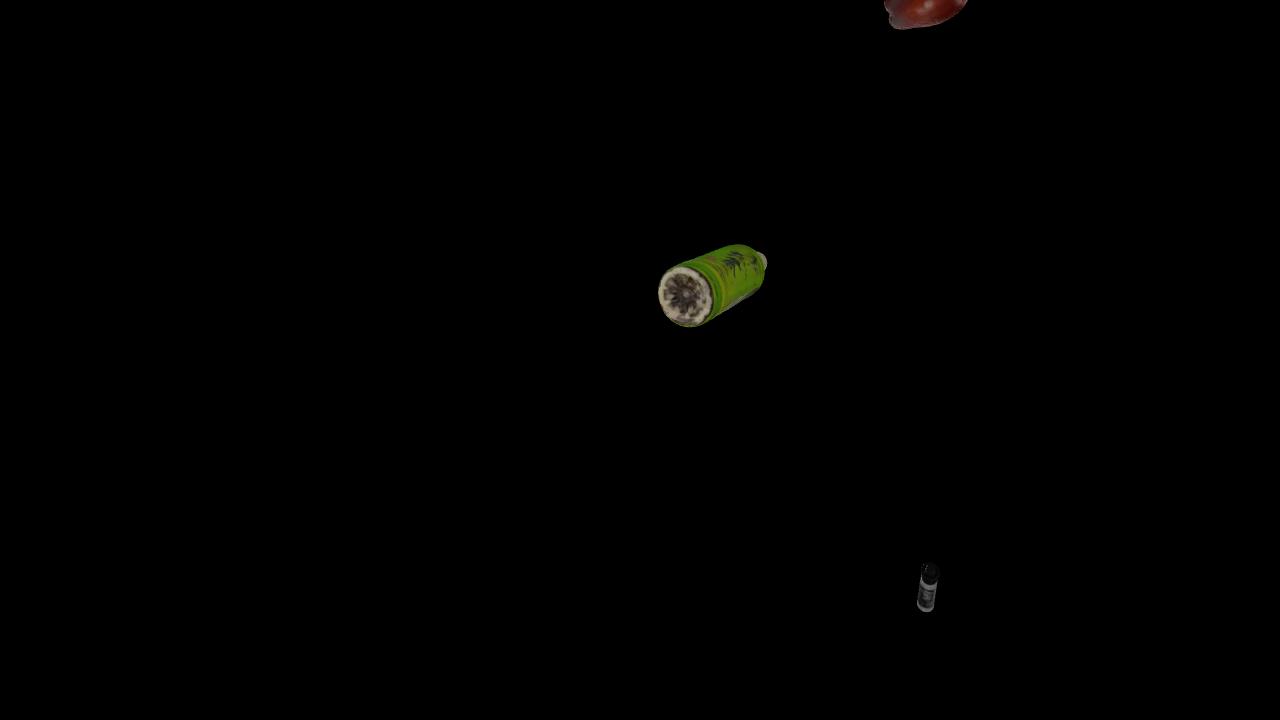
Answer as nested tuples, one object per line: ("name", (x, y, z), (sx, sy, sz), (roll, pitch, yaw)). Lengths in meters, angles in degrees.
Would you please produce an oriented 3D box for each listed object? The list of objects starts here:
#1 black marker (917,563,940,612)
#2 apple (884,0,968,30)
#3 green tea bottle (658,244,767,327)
("black marker", (0.328, 0.260, 0.701), (0.020, 0.020, 0.121), (0, -37, 22))
("apple", (0.346, -0.442, 0.739), (0.093, 0.079, 0.079), (-2, -2, 44))
("green tea bottle", (0.100, -0.096, 0.730), (0.073, 0.073, 0.212), (0, 16, 32))
